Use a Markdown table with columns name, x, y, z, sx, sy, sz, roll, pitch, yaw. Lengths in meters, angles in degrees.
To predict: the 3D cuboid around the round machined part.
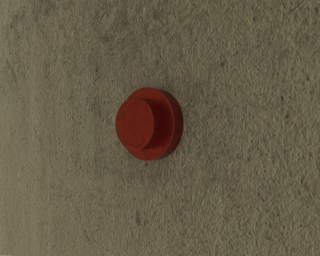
| name | x | y | z | sx | sy | sz | roll | pitch | yaw |
| --- | --- | --- | --- | --- | --- | --- | --- | --- | --- |
| round machined part | -0.021 | -0.005 | 0.410 | 0.098 | 0.042 | 0.097 | 0 | 90 | 39 |
